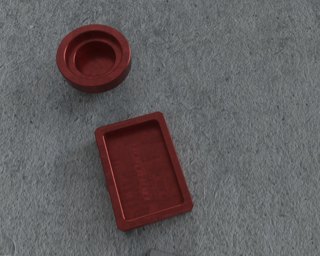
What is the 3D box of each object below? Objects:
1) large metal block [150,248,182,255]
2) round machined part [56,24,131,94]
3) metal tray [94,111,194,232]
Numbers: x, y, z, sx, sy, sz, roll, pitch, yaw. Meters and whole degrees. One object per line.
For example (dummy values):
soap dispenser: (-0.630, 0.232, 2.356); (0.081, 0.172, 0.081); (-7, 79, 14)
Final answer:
large metal block: (0.020, 0.180, 0.329); (0.080, 0.050, 0.080); (13, 71, 4)
round machined part: (-0.089, -0.091, 0.431); (0.099, 0.042, 0.098); (0, 70, -1)
metal tray: (-0.022, 0.052, 0.386); (0.091, 0.030, 0.130); (-16, 71, -6)
